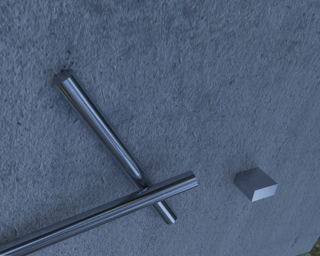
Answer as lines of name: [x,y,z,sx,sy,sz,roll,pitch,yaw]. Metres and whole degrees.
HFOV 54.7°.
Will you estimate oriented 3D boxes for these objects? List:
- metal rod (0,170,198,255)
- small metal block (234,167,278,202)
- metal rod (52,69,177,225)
metal rod: [-0.092,0.121,0.411,0.302,0.025,0.025,-20,127,-9]
small metal block: [0.168,0.099,0.547,0.050,0.050,0.025,-9,123,-24]
metal rod: [-0.042,0.047,0.414,0.025,0.025,0.299,-35,129,-6]
